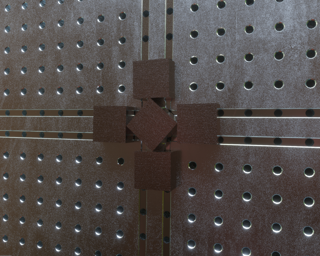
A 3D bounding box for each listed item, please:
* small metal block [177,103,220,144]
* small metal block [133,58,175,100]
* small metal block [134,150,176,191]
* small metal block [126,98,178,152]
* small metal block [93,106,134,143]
[{"bbox_3d":[0.049,-0.005,0.394,0.050,0.025,0.050,0,90,19],"label":"small metal block"},{"bbox_3d":[-0.008,-0.064,0.414,0.050,0.025,0.050,-1,90,19],"label":"small metal block"},{"bbox_3d":[-0.006,0.056,0.414,0.050,0.025,0.050,0,90,19],"label":"small metal block"},{"bbox_3d":[-0.007,-0.005,0.414,0.050,0.025,0.050,44,103,14],"label":"small metal block"},{"bbox_3d":[-0.065,-0.005,0.434,0.050,0.025,0.050,2,91,19],"label":"small metal block"}]
